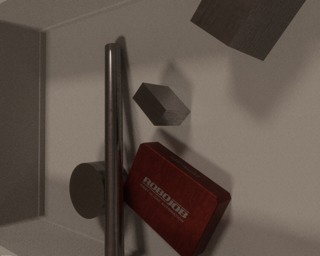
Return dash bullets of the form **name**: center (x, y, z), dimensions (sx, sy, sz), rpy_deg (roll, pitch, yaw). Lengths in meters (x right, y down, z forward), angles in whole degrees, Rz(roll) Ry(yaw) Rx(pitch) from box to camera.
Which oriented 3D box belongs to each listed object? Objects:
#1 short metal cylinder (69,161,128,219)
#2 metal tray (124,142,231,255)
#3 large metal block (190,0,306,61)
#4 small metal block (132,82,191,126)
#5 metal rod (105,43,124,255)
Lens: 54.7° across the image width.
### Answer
- **short metal cylinder**: center (-0.090, 0.090, 0.462), dimensions (0.080, 0.050, 0.079), rpy_deg (0, 90, 39)
- **metal tray**: center (0.013, 0.086, 0.391), dimensions (0.130, 0.030, 0.089), rpy_deg (34, 111, 34)
- **large metal block**: center (0.089, -0.118, 0.297), dimensions (0.050, 0.081, 0.080), rpy_deg (45, 117, 30)
- **small metal block**: center (0.002, -0.029, 0.387), dimensions (0.050, 0.050, 0.025), rpy_deg (52, 120, 27)
- **metal rod**: center (-0.064, 0.024, 0.428), dimensions (0.025, 0.025, 0.299), rpy_deg (-13, 73, 39)
